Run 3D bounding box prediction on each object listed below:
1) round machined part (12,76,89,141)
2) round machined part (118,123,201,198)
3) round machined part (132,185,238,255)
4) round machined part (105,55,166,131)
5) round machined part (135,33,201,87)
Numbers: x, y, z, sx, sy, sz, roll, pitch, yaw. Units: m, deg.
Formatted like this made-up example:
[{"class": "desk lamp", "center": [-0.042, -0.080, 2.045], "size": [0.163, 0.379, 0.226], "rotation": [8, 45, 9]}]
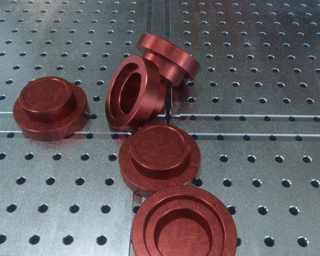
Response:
[{"class": "round machined part", "center": [-0.150, -0.033, 0.422], "size": [0.099, 0.042, 0.098], "rotation": [0, 50, 0]}, {"class": "round machined part", "center": [0.000, 0.032, 0.370], "size": [0.099, 0.042, 0.098], "rotation": [0, 50, 0]}, {"class": "round machined part", "center": [0.023, 0.109, 0.305], "size": [0.099, 0.042, 0.098], "rotation": [0, 50, 0]}, {"class": "round machined part", "center": [-0.029, -0.043, 0.409], "size": [0.042, 0.098, 0.098], "rotation": [16, 40, -36]}, {"class": "round machined part", "center": [0.006, -0.093, 0.452], "size": [0.098, 0.098, 0.042], "rotation": [30, 92, 22]}]
